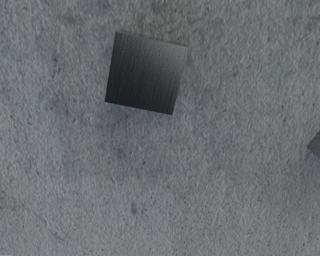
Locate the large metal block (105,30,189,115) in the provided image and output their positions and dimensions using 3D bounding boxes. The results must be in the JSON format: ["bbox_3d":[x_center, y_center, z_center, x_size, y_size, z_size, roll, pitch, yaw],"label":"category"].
[{"bbox_3d":[-0.017,-0.068,0.371,0.081,0.050,0.079,11,110,-5],"label":"large metal block"}]

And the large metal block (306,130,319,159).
[{"bbox_3d":[0.261,0.021,0.408,0.080,0.050,0.080,28,108,-10],"label":"large metal block"}]
